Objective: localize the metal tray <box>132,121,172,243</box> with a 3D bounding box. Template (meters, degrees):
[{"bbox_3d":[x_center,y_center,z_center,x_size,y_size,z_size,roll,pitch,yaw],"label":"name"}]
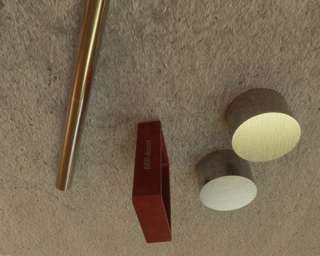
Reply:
[{"bbox_3d":[-0.007,0.064,0.393,0.030,0.130,0.090,-7,130,6],"label":"metal tray"}]

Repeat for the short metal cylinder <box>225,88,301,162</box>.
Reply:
[{"bbox_3d":[0.127,-0.003,0.390,0.081,0.050,0.079,0,130,0],"label":"short metal cylinder"}]

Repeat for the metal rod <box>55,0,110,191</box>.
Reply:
[{"bbox_3d":[-0.104,-0.021,0.387,0.025,0.025,0.298,14,129,-12],"label":"metal rod"}]

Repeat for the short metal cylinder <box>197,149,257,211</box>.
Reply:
[{"bbox_3d":[0.097,0.078,0.458,0.081,0.050,0.079,0,130,0],"label":"short metal cylinder"}]

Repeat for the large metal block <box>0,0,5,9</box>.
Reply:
[{"bbox_3d":[-0.211,-0.126,0.282,0.080,0.050,0.080,-17,128,14],"label":"large metal block"}]
